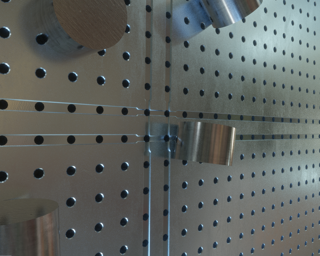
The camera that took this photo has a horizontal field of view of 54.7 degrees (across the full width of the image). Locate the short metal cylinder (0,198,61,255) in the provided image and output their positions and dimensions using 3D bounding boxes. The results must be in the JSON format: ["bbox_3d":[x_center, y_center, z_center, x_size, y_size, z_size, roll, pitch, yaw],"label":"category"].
[{"bbox_3d":[-0.128,0.095,0.266,0.081,0.080,0.050,-3,92,-40],"label":"short metal cylinder"}]

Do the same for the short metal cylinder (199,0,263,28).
[{"bbox_3d":[0.104,-0.193,0.459,0.080,0.080,0.050,-50,120,-28],"label":"short metal cylinder"}]

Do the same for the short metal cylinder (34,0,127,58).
[{"bbox_3d":[-0.082,-0.118,0.324,0.081,0.050,0.079,0,90,-40],"label":"short metal cylinder"}]

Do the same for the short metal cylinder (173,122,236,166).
[{"bbox_3d":[0.061,0.022,0.424,0.081,0.080,0.050,12,83,-40],"label":"short metal cylinder"}]
